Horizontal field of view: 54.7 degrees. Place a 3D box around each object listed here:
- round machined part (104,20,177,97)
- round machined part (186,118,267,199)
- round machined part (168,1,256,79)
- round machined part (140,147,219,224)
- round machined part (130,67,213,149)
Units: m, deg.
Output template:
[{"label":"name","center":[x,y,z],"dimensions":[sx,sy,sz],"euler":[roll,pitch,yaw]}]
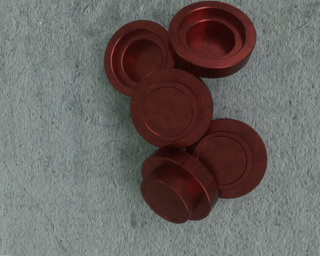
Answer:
[{"label":"round machined part","center":[-0.020,-0.087,0.407],"dimensions":[0.098,0.042,0.097],"euler":[0,90,19]},{"label":"round machined part","center":[0.077,0.037,0.373],"dimensions":[0.098,0.042,0.097],"euler":[0,90,19]},{"label":"round machined part","center":[0.059,-0.098,0.365],"dimensions":[0.099,0.042,0.098],"euler":[0,65,0]},{"label":"round machined part","center":[0.016,0.074,0.368],"dimensions":[0.098,0.042,0.097],"euler":[24,136,26]},{"label":"round machined part","center":[0.012,-0.021,0.361],"dimensions":[0.098,0.042,0.097],"euler":[2,101,11]}]
